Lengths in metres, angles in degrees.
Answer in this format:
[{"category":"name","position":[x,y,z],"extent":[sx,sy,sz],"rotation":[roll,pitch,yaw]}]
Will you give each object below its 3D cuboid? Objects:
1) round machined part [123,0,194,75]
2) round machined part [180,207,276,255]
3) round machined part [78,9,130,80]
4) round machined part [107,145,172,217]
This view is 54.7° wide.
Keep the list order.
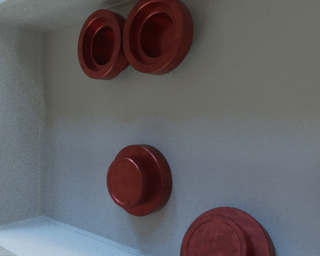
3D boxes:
[{"category":"round machined part","position":[0.002,-0.116,0.393],"extent":[0.098,0.042,0.097],"rotation":[0,90,39]},{"category":"round machined part","position":[0.063,0.128,0.316],"extent":[0.098,0.042,0.098],"rotation":[-20,50,26]},{"category":"round machined part","position":[-0.075,-0.119,0.453],"extent":[0.098,0.042,0.097],"rotation":[0,91,41]},{"category":"round machined part","position":[-0.035,0.072,0.422],"extent":[0.098,0.042,0.097],"rotation":[0,90,39]}]
